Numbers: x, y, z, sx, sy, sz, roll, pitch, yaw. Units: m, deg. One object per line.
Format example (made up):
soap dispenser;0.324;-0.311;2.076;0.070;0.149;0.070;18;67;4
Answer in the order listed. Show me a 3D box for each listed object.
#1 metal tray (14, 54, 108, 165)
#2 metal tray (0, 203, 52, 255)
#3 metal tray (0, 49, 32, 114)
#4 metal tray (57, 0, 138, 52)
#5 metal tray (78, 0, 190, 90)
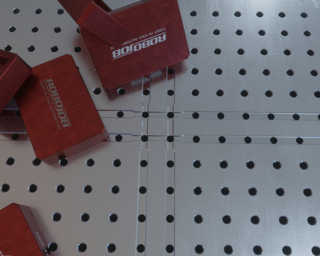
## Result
metal tray;-0.137;-0.028;0.419;0.090;0.030;0.130;-25;72;-9
metal tray;-0.170;0.163;0.349;0.090;0.030;0.130;-31;73;-11
metal tray;-0.245;-0.066;0.409;0.130;0.030;0.090;19;70;27
metal tray;-0.093;-0.160;0.416;0.030;0.090;0.130;-49;57;14
metal tray;-0.032;-0.118;0.421;0.131;0.090;0.030;-23;31;-8
